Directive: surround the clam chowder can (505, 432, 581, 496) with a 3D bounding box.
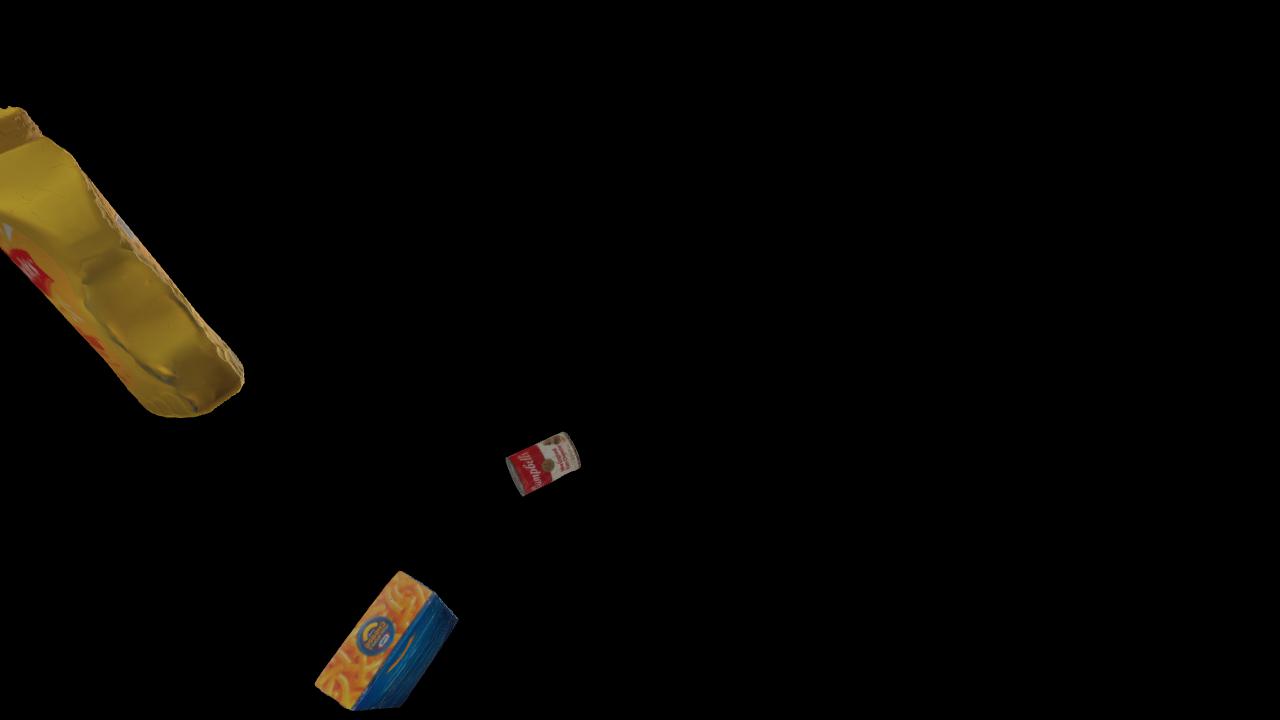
[{"bbox_3d":[-0.154,0.165,0.982,0.102,0.068,0.068,-24,9,-22],"label":"clam chowder can"}]

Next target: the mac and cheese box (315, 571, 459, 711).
[{"bbox_3d":[-0.205,0.244,0.524,0.041,0.093,0.184,31,-30,7],"label":"mac and cheese box"}]

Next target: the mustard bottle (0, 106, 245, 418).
[{"bbox_3d":[-0.291,-0.055,0.321,0.092,0.184,0.054,20,49,38],"label":"mustard bottle"}]
